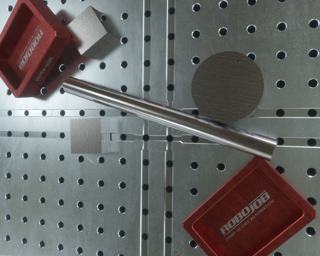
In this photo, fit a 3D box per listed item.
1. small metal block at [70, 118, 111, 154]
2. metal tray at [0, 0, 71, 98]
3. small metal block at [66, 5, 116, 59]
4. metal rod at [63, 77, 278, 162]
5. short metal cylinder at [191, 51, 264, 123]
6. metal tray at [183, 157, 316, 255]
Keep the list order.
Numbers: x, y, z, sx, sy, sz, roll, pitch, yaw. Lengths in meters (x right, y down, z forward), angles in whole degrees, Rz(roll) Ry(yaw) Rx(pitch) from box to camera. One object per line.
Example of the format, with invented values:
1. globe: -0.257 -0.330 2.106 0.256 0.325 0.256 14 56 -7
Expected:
1. small metal block: -0.101 0.011 0.448 0.050 0.025 0.050 -2 89 20
2. metal tray: -0.199 -0.120 0.466 0.090 0.030 0.129 50 116 13
3. small metal block: -0.101 -0.138 0.448 0.050 0.025 0.050 -35 79 16
4. metal rod: -0.005 -0.020 0.399 0.301 0.025 0.025 19 96 24
5. short metal cylinder: 0.083 -0.046 0.370 0.080 0.050 0.080 0 90 20
6. metal tray: 0.104 0.107 0.373 0.130 0.030 0.090 -46 76 14
